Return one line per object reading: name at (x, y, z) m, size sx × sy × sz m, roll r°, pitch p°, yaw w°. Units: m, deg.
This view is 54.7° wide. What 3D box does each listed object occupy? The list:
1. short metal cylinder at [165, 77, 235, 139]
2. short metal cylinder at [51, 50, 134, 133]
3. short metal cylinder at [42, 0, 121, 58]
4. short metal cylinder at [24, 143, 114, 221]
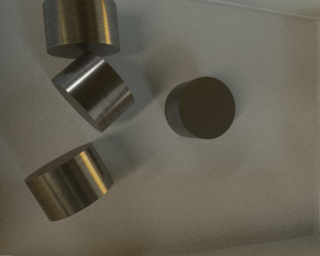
short metal cylinder at (0.053, -0.026, 0.416) m, size 0.081 × 0.050 × 0.080 m, roll 0°, pitch 90°, yaw -20°
short metal cylinder at (-0.076, -0.041, 0.353) m, size 0.050 × 0.080 × 0.080 m, roll -45°, pitch 104°, yaw -14°
short metal cylinder at (-0.087, -0.111, 0.349) m, size 0.081 × 0.080 × 0.050 m, roll -6°, pitch 92°, yaw -20°
short metal cylinder at (-0.099, 0.058, 0.345) m, size 0.080 × 0.080 × 0.050 m, roll -30°, pitch 100°, yaw -17°
